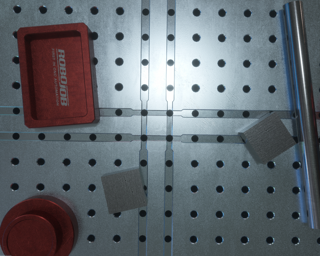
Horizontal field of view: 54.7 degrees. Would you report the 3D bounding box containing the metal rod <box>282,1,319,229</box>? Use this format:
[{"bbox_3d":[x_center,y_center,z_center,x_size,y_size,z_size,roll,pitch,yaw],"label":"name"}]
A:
[{"bbox_3d":[0.194,-0.017,0.414,0.025,0.025,0.298,-7,90,0],"label":"metal rod"}]

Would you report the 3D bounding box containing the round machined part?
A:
[{"bbox_3d":[-0.161,0.141,0.404,0.099,0.042,0.097,0,90,0],"label":"round machined part"}]

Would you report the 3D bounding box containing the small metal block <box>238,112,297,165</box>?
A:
[{"bbox_3d":[0.143,0.013,0.414,0.050,0.025,0.050,-33,90,0],"label":"small metal block"}]

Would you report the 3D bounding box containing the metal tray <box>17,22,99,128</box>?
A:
[{"bbox_3d":[-0.133,-0.067,0.409,0.091,0.030,0.129,-5,90,0],"label":"metal tray"}]

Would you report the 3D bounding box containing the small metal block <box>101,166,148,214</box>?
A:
[{"bbox_3d":[-0.046,0.082,0.413,0.050,0.025,0.050,-13,90,0],"label":"small metal block"}]
